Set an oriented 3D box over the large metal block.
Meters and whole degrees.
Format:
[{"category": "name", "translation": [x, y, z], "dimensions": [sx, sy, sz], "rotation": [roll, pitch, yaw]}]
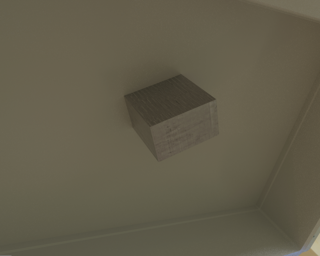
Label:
[{"category": "large metal block", "translation": [0.013, -0.016, 0.372], "dimensions": [0.081, 0.080, 0.050], "rotation": [-23, 127, -15]}]
